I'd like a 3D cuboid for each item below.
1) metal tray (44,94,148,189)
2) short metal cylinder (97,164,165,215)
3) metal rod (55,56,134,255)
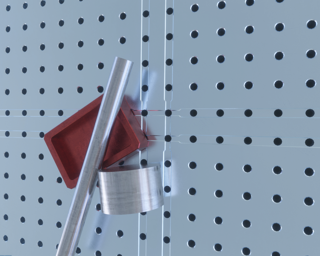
[{"bbox_3d":[-0.093,0.018,0.441,0.130,0.030,0.090,-32,80,16],"label":"metal tray"},{"bbox_3d":[-0.037,0.075,0.395,0.080,0.080,0.050,-7,88,19],"label":"short metal cylinder"},{"bbox_3d":[-0.091,0.054,0.410,0.025,0.025,0.298,20,97,18],"label":"metal rod"}]
